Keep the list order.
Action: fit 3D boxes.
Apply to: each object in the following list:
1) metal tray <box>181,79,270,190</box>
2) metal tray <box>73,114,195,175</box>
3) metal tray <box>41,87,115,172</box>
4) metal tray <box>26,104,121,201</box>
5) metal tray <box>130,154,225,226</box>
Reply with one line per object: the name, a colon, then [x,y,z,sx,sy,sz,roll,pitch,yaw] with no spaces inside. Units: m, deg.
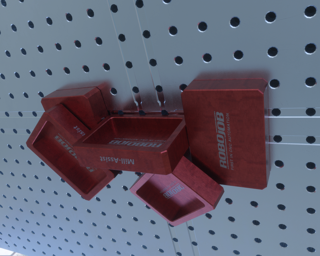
metal tray: [0.081,0.009,0.369,0.090,0.030,0.129,3,120,26]
metal tray: [-0.031,0.016,0.393,0.130,0.090,0.030,2,119,27]
metal tray: [-0.115,0.006,0.470,0.090,0.030,0.129,-1,119,28]
metal tray: [-0.126,0.038,0.455,0.130,0.030,0.090,44,128,-3]
metal tray: [0.017,0.086,0.427,0.090,0.030,0.129,39,146,0]
